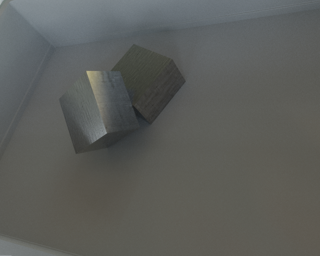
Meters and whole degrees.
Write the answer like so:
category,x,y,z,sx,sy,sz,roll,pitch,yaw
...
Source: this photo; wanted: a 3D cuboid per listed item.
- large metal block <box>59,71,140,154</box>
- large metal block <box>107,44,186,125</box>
category,x,y,z,sx,sy,sz,roll,pitch,yaw
large metal block,-0.081,-0.020,0.404,0.080,0.050,0.080,-30,76,44
large metal block,-0.025,-0.064,0.441,0.080,0.050,0.080,31,79,37
